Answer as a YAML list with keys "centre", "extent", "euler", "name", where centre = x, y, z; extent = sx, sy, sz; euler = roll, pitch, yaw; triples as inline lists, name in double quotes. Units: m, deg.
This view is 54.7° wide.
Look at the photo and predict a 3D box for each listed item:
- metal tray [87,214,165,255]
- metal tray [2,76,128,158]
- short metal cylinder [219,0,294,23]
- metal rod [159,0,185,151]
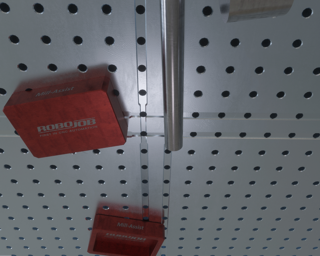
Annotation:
- centre: [-0.065, 0.210, 0.586]
  extent: [0.131, 0.030, 0.089]
  euler: [11, 129, -10]
  name: "metal tray"
- centre: [-0.116, -0.010, 0.398]
  extent: [0.131, 0.030, 0.090]
  euler: [-9, 130, 7]
  name: "metal tray"
- centre: [0.078, -0.134, 0.262]
  extent: [0.050, 0.080, 0.080]
  euler: [-6, 130, 5]
  name: "short metal cylinder"
- centre: [0.014, -0.090, 0.335]
  extent: [0.025, 0.025, 0.298]
  euler: [-2, 130, 1]
  name: "metal rod"
